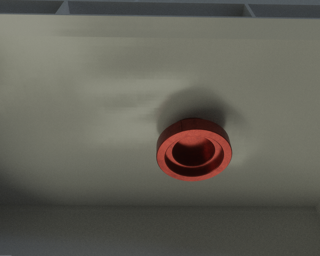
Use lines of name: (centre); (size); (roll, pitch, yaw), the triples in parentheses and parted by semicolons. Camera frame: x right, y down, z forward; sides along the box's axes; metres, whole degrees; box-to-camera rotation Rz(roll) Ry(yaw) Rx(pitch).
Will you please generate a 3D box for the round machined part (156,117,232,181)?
round machined part: (0.044, 0.024, 0.419); (0.099, 0.042, 0.097); (0, 130, 0)
